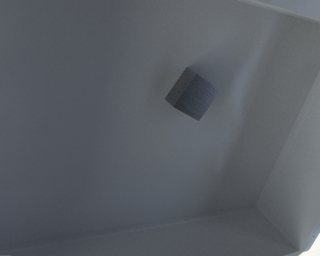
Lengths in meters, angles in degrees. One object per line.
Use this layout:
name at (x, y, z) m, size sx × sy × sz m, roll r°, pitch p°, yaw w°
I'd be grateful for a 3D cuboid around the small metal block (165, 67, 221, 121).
small metal block at (0.043, -0.044, 0.407) m, size 0.050 × 0.025 × 0.050 m, roll 26°, pitch 104°, yaw -38°
